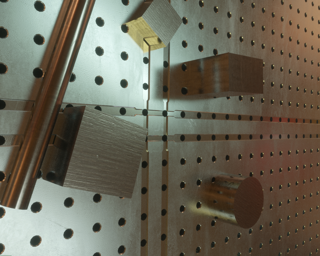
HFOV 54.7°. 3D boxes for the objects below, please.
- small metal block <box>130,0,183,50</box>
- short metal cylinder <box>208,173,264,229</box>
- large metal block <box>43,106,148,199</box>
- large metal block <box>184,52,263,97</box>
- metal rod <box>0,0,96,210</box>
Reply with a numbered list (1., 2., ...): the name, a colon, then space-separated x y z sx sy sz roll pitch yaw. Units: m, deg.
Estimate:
1. small metal block: -0.004 -0.140 0.408 0.050 0.025 0.050 45 63 -31
2. short metal cylinder: 0.123 0.115 0.499 0.081 0.050 0.079 0 90 -40
3. large metal block: -0.068 0.027 0.338 0.080 0.050 0.080 21 76 -38
4. large metal block: 0.093 -0.074 0.454 0.081 0.080 0.050 -2 92 -40
5. metal rod: -0.103 -0.067 0.323 0.025 0.025 0.299 24 75 -38
